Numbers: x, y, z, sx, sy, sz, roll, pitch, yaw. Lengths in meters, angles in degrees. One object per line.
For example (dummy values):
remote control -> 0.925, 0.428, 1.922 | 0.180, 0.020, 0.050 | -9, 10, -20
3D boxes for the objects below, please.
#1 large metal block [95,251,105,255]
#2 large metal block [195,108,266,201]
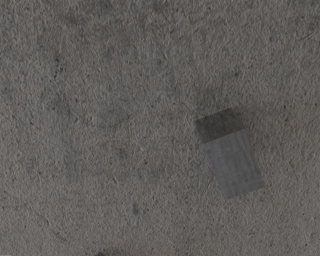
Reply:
large metal block -> -0.095, 0.258, 0.491 | 0.080, 0.050, 0.080 | 40, 105, -14
large metal block -> 0.086, 0.030, 0.392 | 0.050, 0.080, 0.080 | -21, 109, 8
